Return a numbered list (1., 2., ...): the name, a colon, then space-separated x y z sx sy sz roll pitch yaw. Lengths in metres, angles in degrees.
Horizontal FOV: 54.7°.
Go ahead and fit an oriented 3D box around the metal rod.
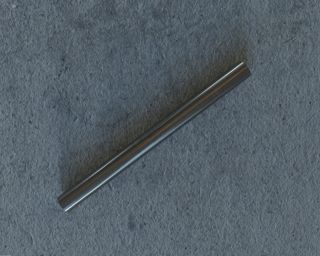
1. metal rod: -0.007 0.011 0.411 0.301 0.025 0.025 -37 90 -1
